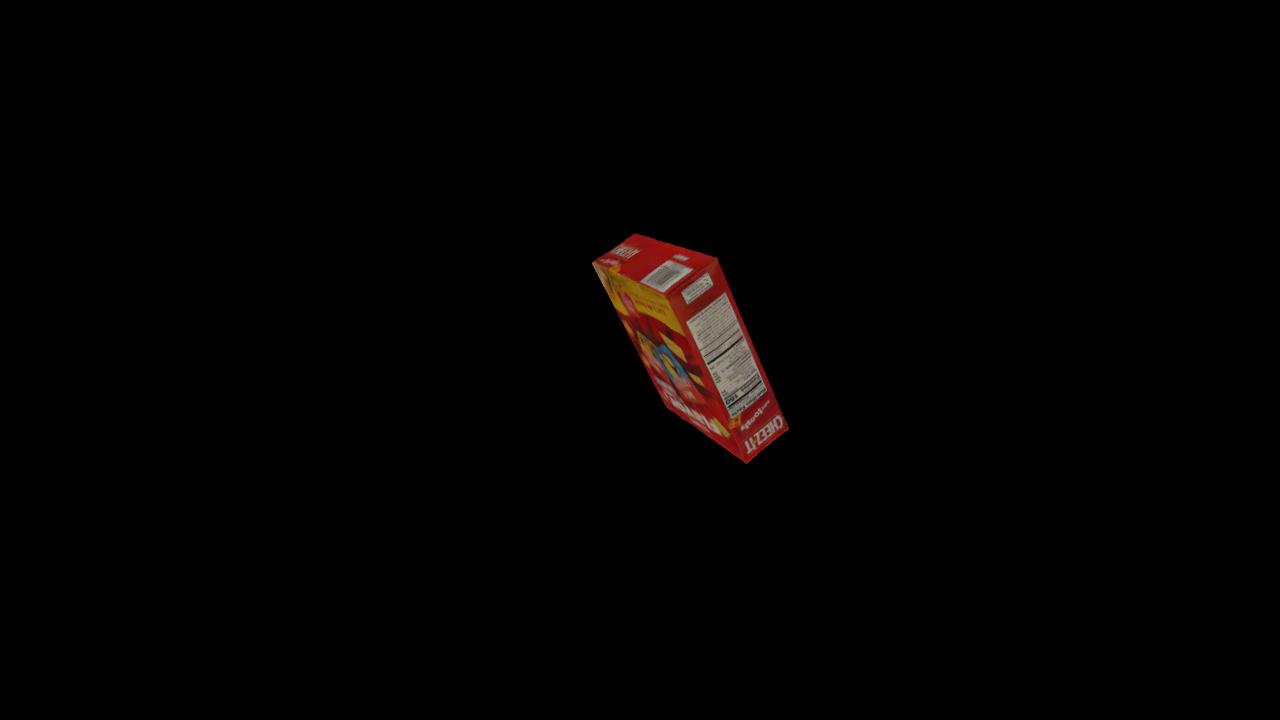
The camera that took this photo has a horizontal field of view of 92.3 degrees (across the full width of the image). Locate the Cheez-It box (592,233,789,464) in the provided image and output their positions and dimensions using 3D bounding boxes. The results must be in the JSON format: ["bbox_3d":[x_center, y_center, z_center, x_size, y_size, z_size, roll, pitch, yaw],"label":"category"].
[{"bbox_3d":[0.052,-0.015,0.653,0.071,0.223,0.166,-36,31,-13],"label":"Cheez-It box"}]
